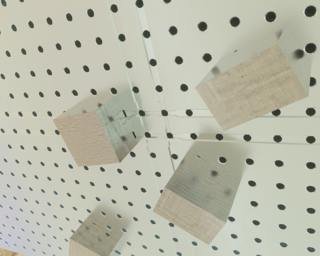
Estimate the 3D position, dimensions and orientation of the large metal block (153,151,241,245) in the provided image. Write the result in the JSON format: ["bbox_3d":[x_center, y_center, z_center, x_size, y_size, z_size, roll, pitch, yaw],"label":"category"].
[{"bbox_3d":[0.049,0.088,0.403,0.080,0.080,0.050,29,128,9],"label":"large metal block"}]

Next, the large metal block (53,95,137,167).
[{"bbox_3d":[-0.092,0.006,0.445,0.080,0.050,0.080,-9,114,32],"label":"large metal block"}]

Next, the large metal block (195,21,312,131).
[{"bbox_3d":[0.092,-0.050,0.296,0.080,0.080,0.050,-26,104,37],"label":"large metal block"}]

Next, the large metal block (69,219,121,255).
[{"bbox_3d":[-0.130,0.240,0.609,0.080,0.050,0.079,24,127,13],"label":"large metal block"}]
